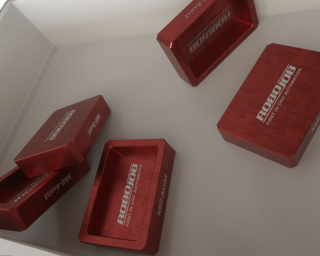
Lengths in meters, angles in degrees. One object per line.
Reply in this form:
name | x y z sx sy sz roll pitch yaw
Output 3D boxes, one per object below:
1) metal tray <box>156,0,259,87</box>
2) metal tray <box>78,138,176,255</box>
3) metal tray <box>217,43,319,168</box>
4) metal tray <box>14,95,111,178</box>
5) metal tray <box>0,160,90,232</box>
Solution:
metal tray | 0.067 -0.128 0.407 0.130 0.090 0.030 -44 51 -3
metal tray | -0.037 0.078 0.374 0.090 0.030 0.130 -3 60 26
metal tray | 0.136 -0.031 0.350 0.090 0.030 0.130 25 75 36
metal tray | -0.129 0.007 0.431 0.090 0.030 0.130 -17 29 18
metal tray | -0.164 0.073 0.397 0.090 0.030 0.131 -4 23 26
